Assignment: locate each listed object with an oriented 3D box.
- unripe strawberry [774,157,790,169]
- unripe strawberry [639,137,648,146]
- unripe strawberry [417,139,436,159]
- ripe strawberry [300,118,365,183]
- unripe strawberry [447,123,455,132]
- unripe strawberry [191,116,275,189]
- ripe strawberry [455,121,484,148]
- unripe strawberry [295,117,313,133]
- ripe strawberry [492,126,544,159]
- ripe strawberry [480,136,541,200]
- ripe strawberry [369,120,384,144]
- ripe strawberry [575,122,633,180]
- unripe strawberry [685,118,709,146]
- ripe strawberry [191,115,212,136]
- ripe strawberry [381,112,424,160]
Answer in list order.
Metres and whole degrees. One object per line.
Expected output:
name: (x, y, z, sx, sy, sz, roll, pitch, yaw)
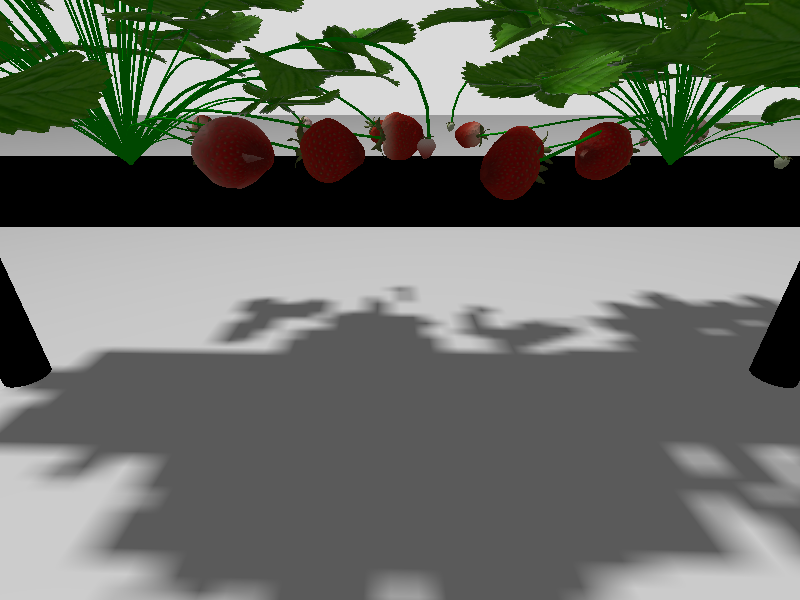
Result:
unripe strawberry: (0.311, -0.112, 0.326, 0.010, 0.010, 0.009, 2, 26, 5)
unripe strawberry: (0.283, -0.184, 0.465, 0.009, 0.010, 0.011, 10, 28, 19)
unripe strawberry: (0.021, -0.119, 0.314, 0.015, 0.015, 0.014, 2, 26, 3)
ripe strawberry: (-0.042, -0.095, 0.256, 0.040, 0.039, 0.037, 11, 28, 20)
unripe strawberry: (0.059, -0.203, 0.470, 0.010, 0.010, 0.009, 23, 34, 39)
unripe strawberry: (-0.091, -0.082, 0.225, 0.039, 0.039, 0.043, 21, 33, 35)
ripe strawberry: (0.076, -0.183, 0.442, 0.031, 0.027, 0.031, 20, 33, 36)
unripe strawberry: (-0.131, -0.238, 0.557, 0.025, 0.028, 0.027, 9, -12, 18)
ripe strawberry: (0.081, -0.105, 0.280, 0.036, 0.031, 0.036, -10, 28, -17)
ripe strawberry: (0.054, -0.068, 0.208, 0.033, 0.032, 0.030, -20, 32, -33)
ripe strawberry: (-0.023, -0.205, 0.495, 0.027, 0.029, 0.030, 26, -5, 42)
ripe strawberry: (0.133, -0.098, 0.266, 0.037, 0.037, 0.035, -18, 32, -31)
unripe strawberry: (0.350, -0.199, 0.474, 0.026, 0.030, 0.028, 19, 31, 33)
ripe strawberry: (-0.226, -0.198, 0.467, 0.029, 0.033, 0.032, 0, 26, -1)
ripe strawberry: (0.002, -0.140, 0.345, 0.037, 0.039, 0.034, -2, 26, -5)
